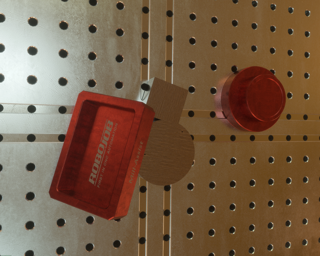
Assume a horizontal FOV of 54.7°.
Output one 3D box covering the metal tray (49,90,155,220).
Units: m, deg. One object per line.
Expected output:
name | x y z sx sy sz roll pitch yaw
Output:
metal tray | -0.067 0.028 0.357 0.090 0.030 0.129 13 84 23

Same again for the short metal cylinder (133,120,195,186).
short metal cylinder | -0.003 0.030 0.398 0.081 0.050 0.079 0 90 -20

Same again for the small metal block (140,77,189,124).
small metal block | 0.004 -0.034 0.414 0.050 0.025 0.050 19 83 -19

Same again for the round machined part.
round machined part | 0.144 -0.043 0.457 0.099 0.042 0.097 0 90 -20
